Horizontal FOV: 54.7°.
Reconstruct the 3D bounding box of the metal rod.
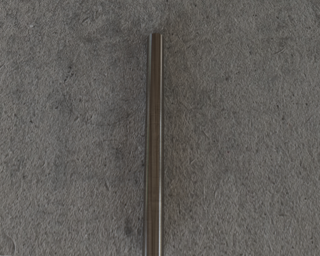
[{"bbox_3d":[-0.007,0.008,0.406,0.025,0.025,0.299,0,70,0],"label":"metal rod"}]
